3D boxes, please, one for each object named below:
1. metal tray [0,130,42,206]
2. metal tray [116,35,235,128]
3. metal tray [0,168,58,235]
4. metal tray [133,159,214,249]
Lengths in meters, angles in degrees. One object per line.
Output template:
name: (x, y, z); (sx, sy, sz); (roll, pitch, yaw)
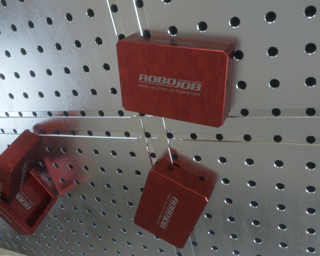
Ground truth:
metal tray: (-0.253, 0.077, 0.543); (0.030, 0.090, 0.129); (26, 128, -3)
metal tray: (0.016, -0.056, 0.364); (0.130, 0.030, 0.089); (11, 123, 21)
metal tray: (-0.254, 0.118, 0.558); (0.030, 0.090, 0.130); (-12, 122, 30)
metal tray: (0.016, 0.118, 0.471); (0.090, 0.030, 0.129); (26, 127, 11)
